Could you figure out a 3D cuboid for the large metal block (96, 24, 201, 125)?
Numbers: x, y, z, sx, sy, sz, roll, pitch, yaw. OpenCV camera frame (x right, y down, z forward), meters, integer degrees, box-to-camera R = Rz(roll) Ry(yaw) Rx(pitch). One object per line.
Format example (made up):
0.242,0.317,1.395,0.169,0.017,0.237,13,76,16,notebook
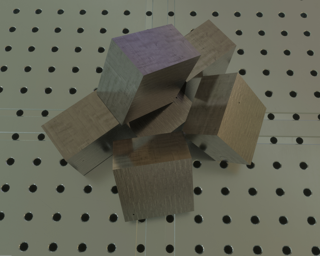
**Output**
-0.014,-0.058,0.337,0.081,0.080,0.050,-27,70,-36,large metal block

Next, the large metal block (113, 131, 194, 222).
-0.007,0.055,0.355,0.080,0.080,0.050,-8,34,-3,large metal block

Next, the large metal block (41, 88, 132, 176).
-0.083,0.007,0.378,0.080,0.080,0.050,-36,74,-12,large metal block

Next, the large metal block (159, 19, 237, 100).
0.046,-0.082,0.413,0.080,0.080,0.050,-37,75,-13,large metal block

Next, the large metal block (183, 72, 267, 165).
0.081,-0.010,0.379,0.050,0.080,0.080,2,63,45,large metal block

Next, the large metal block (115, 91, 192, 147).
-0.008,-0.019,0.407,0.080,0.050,0.080,-37,74,-13,large metal block
